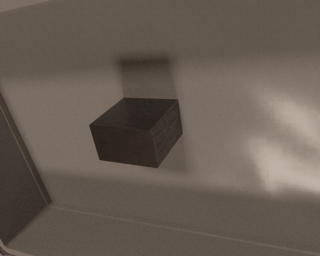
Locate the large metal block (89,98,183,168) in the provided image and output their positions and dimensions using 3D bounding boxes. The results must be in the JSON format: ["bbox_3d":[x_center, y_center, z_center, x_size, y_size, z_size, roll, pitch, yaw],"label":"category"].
[{"bbox_3d":[-0.026,0.002,0.387,0.080,0.080,0.050,4,120,25],"label":"large metal block"}]
